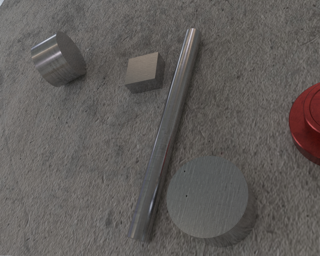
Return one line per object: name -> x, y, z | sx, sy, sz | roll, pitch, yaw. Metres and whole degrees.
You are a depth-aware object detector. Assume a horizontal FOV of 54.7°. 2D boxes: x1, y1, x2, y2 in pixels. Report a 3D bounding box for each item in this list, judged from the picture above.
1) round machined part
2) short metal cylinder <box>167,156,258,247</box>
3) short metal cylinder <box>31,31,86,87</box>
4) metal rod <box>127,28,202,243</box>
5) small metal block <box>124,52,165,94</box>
round machined part -> 0.180, -0.011, 0.305 | 0.098, 0.042, 0.098 | -13, 56, 21
short metal cylinder -> 0.054, 0.075, 0.314 | 0.080, 0.050, 0.080 | -13, 56, 21
short metal cylinder -> -0.171, -0.117, 0.530 | 0.050, 0.080, 0.080 | -25, 53, 13
metal rod -> 0.013, -0.008, 0.402 | 0.025, 0.025, 0.300 | 2, 62, 29
small metal block -> -0.022, -0.082, 0.466 | 0.050, 0.025, 0.050 | -8, 58, 24
